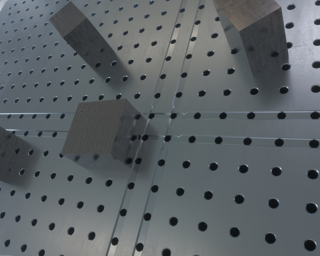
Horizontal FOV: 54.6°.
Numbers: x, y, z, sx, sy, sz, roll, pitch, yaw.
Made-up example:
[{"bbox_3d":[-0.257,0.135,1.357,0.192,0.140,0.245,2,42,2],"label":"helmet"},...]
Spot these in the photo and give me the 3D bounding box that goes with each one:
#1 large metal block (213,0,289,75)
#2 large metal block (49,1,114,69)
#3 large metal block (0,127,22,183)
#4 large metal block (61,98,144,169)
[{"bbox_3d":[0.114,-0.129,0.393,0.050,0.080,0.080,-29,52,10],"label":"large metal block"},{"bbox_3d":[-0.138,-0.164,0.548,0.050,0.080,0.080,-41,51,1],"label":"large metal block"},{"bbox_3d":[-0.294,0.045,0.521,0.080,0.050,0.080,-5,59,25],"label":"large metal block"},{"bbox_3d":[-0.077,0.009,0.428,0.080,0.050,0.080,-2,61,27],"label":"large metal block"}]
